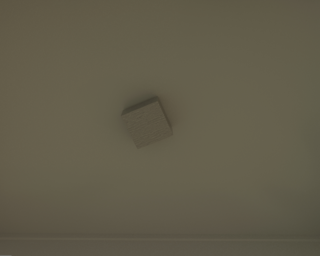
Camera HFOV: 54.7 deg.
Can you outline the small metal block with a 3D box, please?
[{"bbox_3d":[-0.016,-0.007,0.405,0.050,0.025,0.050,-22,109,7],"label":"small metal block"}]
